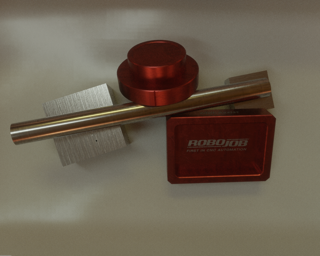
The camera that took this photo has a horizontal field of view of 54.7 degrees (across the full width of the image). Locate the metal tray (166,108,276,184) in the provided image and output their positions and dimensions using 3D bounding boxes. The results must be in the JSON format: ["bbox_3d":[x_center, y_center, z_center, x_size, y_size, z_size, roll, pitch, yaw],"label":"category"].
[{"bbox_3d":[0.074,0.023,0.394,0.131,0.030,0.089,-2,110,-1],"label":"metal tray"}]

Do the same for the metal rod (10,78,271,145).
[{"bbox_3d":[-0.015,-0.022,0.365,0.302,0.025,0.025,-11,90,-8],"label":"metal rod"}]

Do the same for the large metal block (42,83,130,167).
[{"bbox_3d":[-0.091,-0.004,0.395,0.080,0.050,0.080,-18,90,-1],"label":"large metal block"}]

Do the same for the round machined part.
[{"bbox_3d":[-0.003,-0.072,0.371,0.099,0.098,0.042,-4,131,-1],"label":"round machined part"}]

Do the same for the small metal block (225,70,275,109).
[{"bbox_3d":[0.118,-0.045,0.411,0.050,0.025,0.050,-11,90,-1],"label":"small metal block"}]
